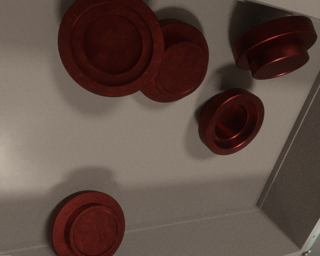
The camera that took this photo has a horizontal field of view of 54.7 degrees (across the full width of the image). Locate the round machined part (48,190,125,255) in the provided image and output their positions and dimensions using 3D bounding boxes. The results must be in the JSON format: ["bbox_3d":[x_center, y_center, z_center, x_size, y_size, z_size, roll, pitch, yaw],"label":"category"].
[{"bbox_3d":[-0.090,0.132,0.402,0.099,0.042,0.097,4,83,-31],"label":"round machined part"}]

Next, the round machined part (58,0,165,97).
[{"bbox_3d":[-0.046,-0.083,0.307,0.099,0.042,0.097,-1,109,-4],"label":"round machined part"}]

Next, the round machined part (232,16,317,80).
[{"bbox_3d":[0.144,-0.093,0.385,0.099,0.042,0.098,-12,167,-2],"label":"round machined part"}]

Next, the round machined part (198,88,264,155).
[{"bbox_3d":[0.097,-0.013,0.445,0.099,0.042,0.097,-14,125,-21],"label":"round machined part"}]

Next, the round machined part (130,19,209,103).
[{"bbox_3d":[0.016,-0.073,0.363,0.099,0.042,0.097,-14,125,-21],"label":"round machined part"}]
